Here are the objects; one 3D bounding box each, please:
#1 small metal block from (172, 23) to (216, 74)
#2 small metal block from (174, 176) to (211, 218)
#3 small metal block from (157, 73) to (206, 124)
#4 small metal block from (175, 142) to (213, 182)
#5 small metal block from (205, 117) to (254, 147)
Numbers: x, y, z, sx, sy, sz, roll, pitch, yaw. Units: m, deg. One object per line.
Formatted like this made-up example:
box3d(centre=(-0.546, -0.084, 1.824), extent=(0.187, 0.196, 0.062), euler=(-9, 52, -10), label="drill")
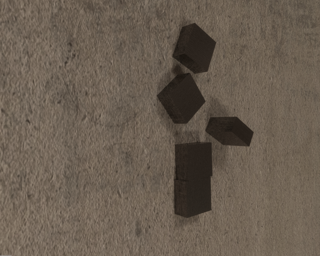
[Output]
box3d(centre=(0.051, -0.114, 0.449), extent=(0.050, 0.025, 0.050), euler=(29, 72, -37), label="small metal block")
box3d(centre=(0.048, 0.097, 0.447), extent=(0.050, 0.025, 0.050), euler=(-3, 92, -40), label="small metal block")
box3d(centre=(0.031, -0.041, 0.433), extent=(0.050, 0.025, 0.050), euler=(-48, 119, -29), label="small metal block")
box3d(centre=(0.049, 0.047, 0.449), extent=(0.050, 0.025, 0.050), euler=(-4, 92, -40), label="small metal block")
box3d(centre=(0.108, 0.006, 0.482), extent=(0.050, 0.050, 0.025), euler=(35, 69, -35), label="small metal block")
